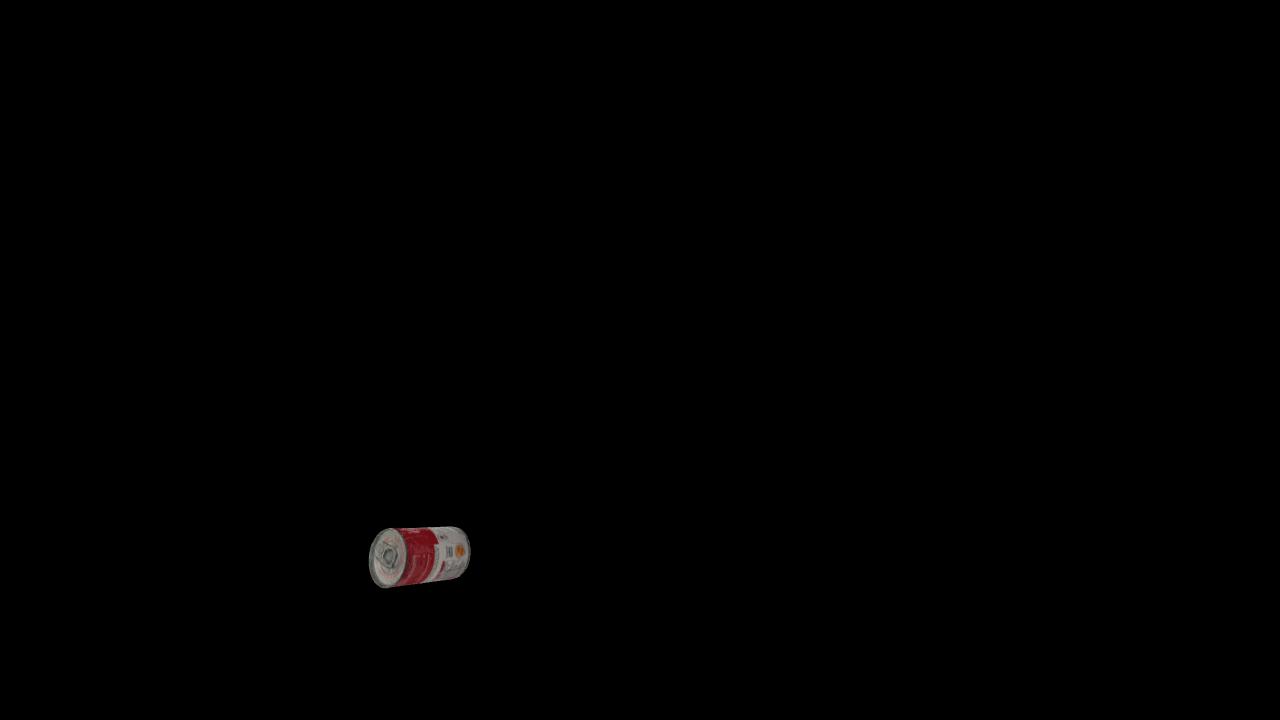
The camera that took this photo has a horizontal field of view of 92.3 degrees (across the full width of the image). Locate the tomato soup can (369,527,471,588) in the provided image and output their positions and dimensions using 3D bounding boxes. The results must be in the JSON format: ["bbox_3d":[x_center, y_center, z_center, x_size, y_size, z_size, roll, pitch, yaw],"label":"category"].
[{"bbox_3d":[-0.267,0.239,0.754,0.068,0.068,0.101,0,-11,33],"label":"tomato soup can"}]
